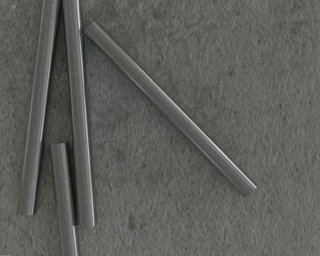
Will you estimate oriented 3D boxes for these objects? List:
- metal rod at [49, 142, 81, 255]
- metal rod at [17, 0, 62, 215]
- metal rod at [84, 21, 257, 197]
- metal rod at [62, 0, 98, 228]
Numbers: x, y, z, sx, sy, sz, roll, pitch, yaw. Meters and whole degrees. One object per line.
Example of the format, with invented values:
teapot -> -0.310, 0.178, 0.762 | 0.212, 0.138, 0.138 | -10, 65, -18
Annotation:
metal rod -> -0.117, 0.168, 0.408 | 0.025, 0.025, 0.298 | -6, 90, -1
metal rod -> -0.157, -0.037, 0.407 | 0.025, 0.025, 0.298 | 7, 90, -1
metal rod -> 0.014, -0.024, 0.410 | 0.025, 0.025, 0.300 | -44, 91, 0
metal rod -> -0.105, -0.021, 0.408 | 0.025, 0.025, 0.298 | -4, 90, -1
